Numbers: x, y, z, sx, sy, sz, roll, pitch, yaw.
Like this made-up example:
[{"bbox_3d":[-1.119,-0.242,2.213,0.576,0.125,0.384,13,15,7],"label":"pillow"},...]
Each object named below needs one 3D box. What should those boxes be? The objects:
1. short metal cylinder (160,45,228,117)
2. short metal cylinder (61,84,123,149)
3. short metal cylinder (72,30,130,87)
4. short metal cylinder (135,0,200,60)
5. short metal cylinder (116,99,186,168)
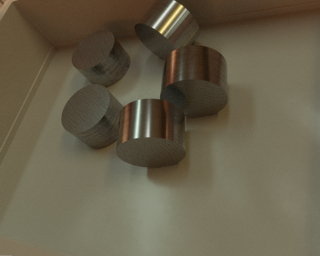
[{"bbox_3d":[0.042,-0.055,0.382,0.080,0.080,0.050,-8,58,24],"label":"short metal cylinder"},{"bbox_3d":[-0.094,-0.016,0.449,0.080,0.050,0.080,-13,56,21],"label":"short metal cylinder"},{"bbox_3d":[-0.096,-0.113,0.510,0.080,0.050,0.080,-13,56,21],"label":"short metal cylinder"},{"bbox_3d":[0.010,-0.141,0.451,0.080,0.080,0.050,30,78,37],"label":"short metal cylinder"},{"bbox_3d":[-0.010,0.009,0.370,0.080,0.080,0.050,-12,57,21],"label":"short metal cylinder"}]
